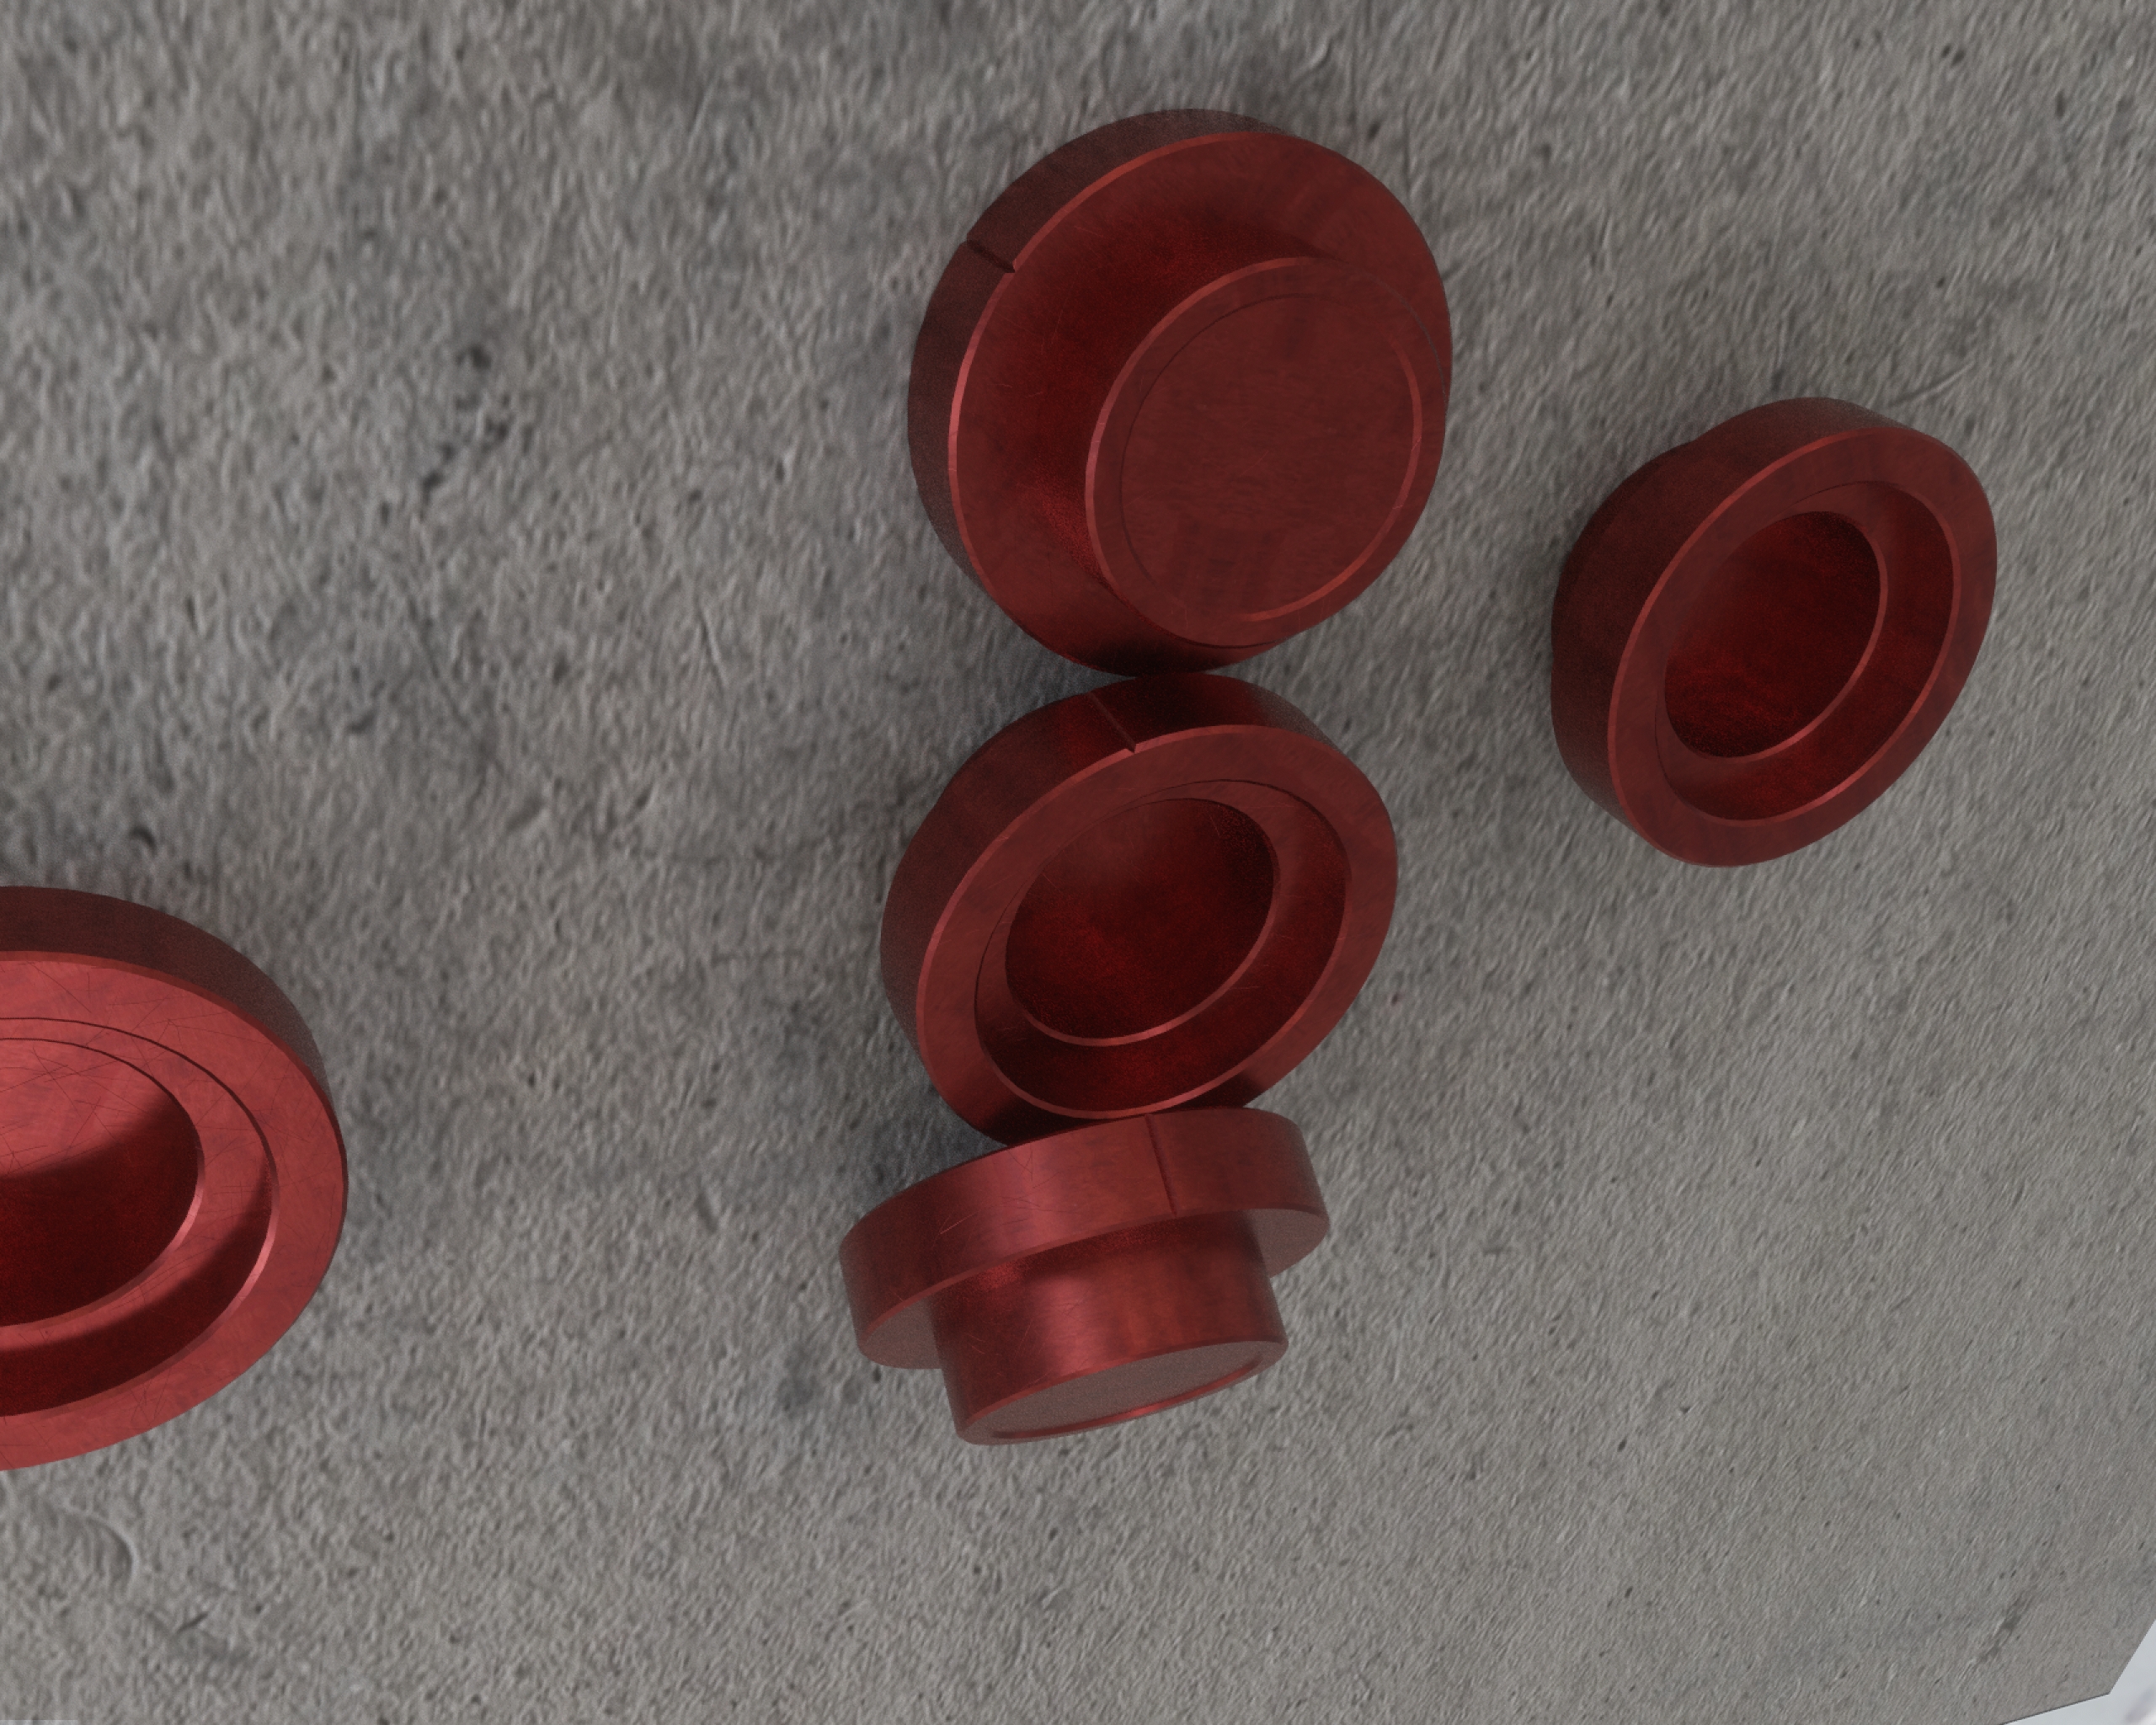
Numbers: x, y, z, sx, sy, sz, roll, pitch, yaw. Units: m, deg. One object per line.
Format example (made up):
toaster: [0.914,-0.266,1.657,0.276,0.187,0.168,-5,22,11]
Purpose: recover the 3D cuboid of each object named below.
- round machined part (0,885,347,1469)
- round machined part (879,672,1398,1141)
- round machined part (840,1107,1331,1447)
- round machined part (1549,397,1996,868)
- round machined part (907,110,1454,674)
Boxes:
round machined part: [-0.171,0.046,0.331,0.099,0.042,0.097,-14,124,-21]
round machined part: [0.008,0.006,0.400,0.099,0.042,0.097,-15,129,-19]
round machined part: [0.004,0.088,0.423,0.099,0.042,0.098,-13,156,-6]
round machined part: [0.140,-0.051,0.440,0.099,0.042,0.097,-14,124,-21]
round machined part: [0.024,-0.076,0.362,0.099,0.042,0.097,-14,124,-21]
